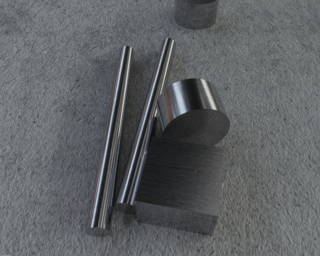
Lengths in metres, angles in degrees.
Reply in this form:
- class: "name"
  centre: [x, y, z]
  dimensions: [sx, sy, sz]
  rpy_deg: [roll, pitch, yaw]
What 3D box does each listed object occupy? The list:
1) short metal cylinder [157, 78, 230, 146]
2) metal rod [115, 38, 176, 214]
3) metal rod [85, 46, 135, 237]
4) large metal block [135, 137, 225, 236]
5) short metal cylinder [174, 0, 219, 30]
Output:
- class: "short metal cylinder"
  centre: [0.039, -0.014, 0.379]
  dimensions: [0.081, 0.080, 0.050]
  rpy_deg: [-7, 51, -6]
- class: "metal rod"
  centre: [-0.011, -0.027, 0.425]
  dimensions: [0.025, 0.025, 0.300]
  rpy_deg: [8, 50, 6]
- class: "metal rod"
  centre: [-0.058, -0.009, 0.410]
  dimensions: [0.025, 0.025, 0.300]
  rpy_deg: [1, 50, 1]
- class: "large metal block"
  centre: [0.023, 0.061, 0.335]
  dimensions: [0.080, 0.050, 0.080]
  rpy_deg: [9, 51, 7]
- class: "short metal cylinder"
  centre: [0.068, -0.228, 0.579]
  dimensions: [0.081, 0.050, 0.080]
  rpy_deg: [0, 50, 0]
